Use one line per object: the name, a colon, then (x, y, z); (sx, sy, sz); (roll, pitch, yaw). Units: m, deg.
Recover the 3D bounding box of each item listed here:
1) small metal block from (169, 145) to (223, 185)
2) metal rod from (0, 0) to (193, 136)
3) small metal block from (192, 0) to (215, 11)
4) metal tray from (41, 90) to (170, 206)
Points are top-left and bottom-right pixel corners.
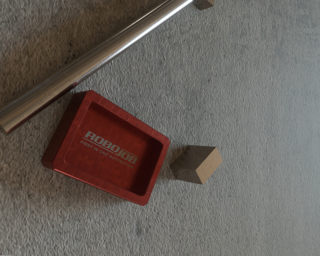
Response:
small metal block: (0.051, 0.050, 0.433); (0.050, 0.050, 0.025); (-42, 116, -32)
metal rod: (-0.056, -0.094, 0.359); (0.301, 0.025, 0.025); (-45, 117, -31)
small metal block: (0.058, -0.211, 0.456); (0.050, 0.025, 0.050); (20, 77, -39)
metal tray: (-0.055, 0.026, 0.357); (0.130, 0.030, 0.090); (33, 69, -35)
